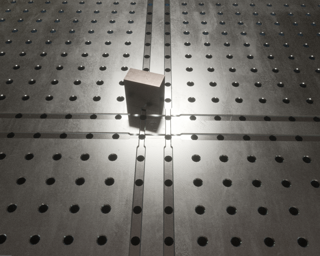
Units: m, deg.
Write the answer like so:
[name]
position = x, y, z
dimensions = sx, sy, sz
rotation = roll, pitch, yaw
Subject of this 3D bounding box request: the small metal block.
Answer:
[small metal block]
position = -0.021, -0.053, 0.435
dimensions = 0.050, 0.050, 0.025
rotation = 14, 52, 11
